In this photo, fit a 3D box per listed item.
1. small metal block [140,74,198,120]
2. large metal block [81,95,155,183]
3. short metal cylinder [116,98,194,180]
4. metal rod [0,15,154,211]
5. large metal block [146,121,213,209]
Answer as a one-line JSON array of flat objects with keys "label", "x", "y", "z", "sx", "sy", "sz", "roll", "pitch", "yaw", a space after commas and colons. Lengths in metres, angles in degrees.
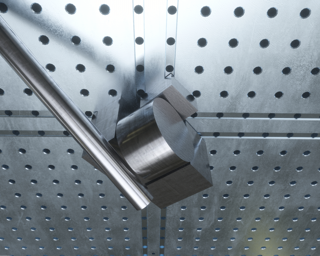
[{"label": "small metal block", "x": 0.011, "y": -0.031, "z": 0.386, "sx": 0.050, "sy": 0.025, "sz": 0.050, "roll": -34, "pitch": 123, "yaw": 25}, {"label": "large metal block", "x": -0.045, "y": 0.020, "z": 0.393, "sx": 0.050, "sy": 0.080, "sz": 0.080, "roll": -30, "pitch": 124, "yaw": 23}, {"label": "short metal cylinder", "x": -0.004, "y": 0.012, "z": 0.353, "sx": 0.050, "sy": 0.080, "sz": 0.080, "roll": -30, "pitch": 125, "yaw": 22}, {"label": "metal rod", "x": -0.109, "y": -0.033, "z": 0.313, "sx": 0.025, "sy": 0.025, "sz": 0.300, "roll": -34, "pitch": 102, "yaw": 25}, {"label": "large metal block", "x": 0.018, "y": 0.049, "z": 0.415, "sx": 0.080, "sy": 0.080, "sz": 0.050, "roll": -30, "pitch": 124, "yaw": 23}]
